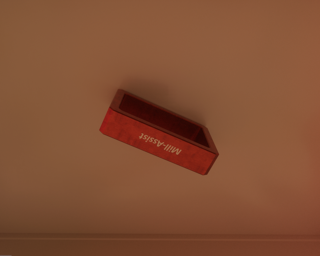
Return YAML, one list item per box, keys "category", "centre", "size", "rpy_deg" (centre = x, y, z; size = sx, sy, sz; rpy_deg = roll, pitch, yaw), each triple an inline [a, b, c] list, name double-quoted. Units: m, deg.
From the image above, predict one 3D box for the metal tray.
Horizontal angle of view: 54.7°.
- category: "metal tray"
  centre: [0.000, 0.002, 0.374]
  size: [0.131, 0.090, 0.030]
  rpy_deg: [23, 108, -9]
